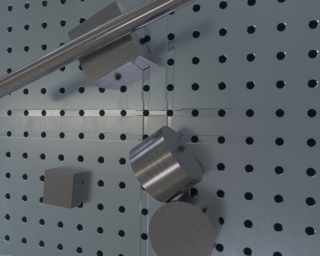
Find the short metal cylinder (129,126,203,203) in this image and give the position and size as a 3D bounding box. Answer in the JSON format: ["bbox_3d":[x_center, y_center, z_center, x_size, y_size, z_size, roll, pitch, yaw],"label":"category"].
[{"bbox_3d":[0.008,0.044,0.380,0.050,0.080,0.080,-36,79,16],"label":"short metal cylinder"}]

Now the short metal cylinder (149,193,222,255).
[{"bbox_3d":[0.033,0.126,0.388,0.080,0.050,0.079,0,90,20],"label":"short metal cylinder"}]

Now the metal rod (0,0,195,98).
[{"bbox_3d":[-0.099,-0.104,0.394,0.300,0.025,0.025,-21,83,18],"label":"metal rod"}]

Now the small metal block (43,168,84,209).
[{"bbox_3d":[-0.145,0.089,0.464,0.050,0.025,0.050,5,92,19],"label":"small metal block"}]

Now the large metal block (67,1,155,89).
[{"bbox_3d":[-0.066,-0.109,0.423,0.080,0.050,0.080,-26,82,18],"label":"large metal block"}]
